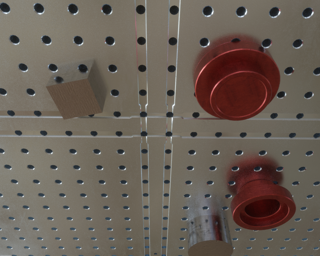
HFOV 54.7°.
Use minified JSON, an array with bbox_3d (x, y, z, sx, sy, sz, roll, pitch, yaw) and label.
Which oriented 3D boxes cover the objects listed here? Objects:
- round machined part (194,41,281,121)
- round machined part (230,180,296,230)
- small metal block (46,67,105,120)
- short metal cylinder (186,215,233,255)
[{"bbox_3d":[0.090,-0.047,0.361,0.099,0.042,0.097,0,130,0],"label":"round machined part"},{"bbox_3d":[0.165,0.122,0.506,0.099,0.042,0.097,0,130,0],"label":"round machined part"},{"bbox_3d":[-0.101,-0.041,0.376,0.050,0.025,0.050,-10,130,8],"label":"small metal block"},{"bbox_3d":[0.090,0.204,0.570,0.081,0.050,0.079,0,130,0],"label":"short metal cylinder"}]
